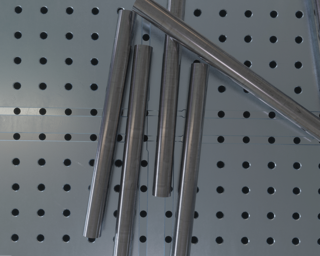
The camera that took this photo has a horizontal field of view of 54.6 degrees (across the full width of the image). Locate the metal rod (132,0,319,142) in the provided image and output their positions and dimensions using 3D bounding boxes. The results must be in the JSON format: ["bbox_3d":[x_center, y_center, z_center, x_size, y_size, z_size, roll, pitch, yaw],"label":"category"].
[{"bbox_3d":[0.097,-0.073,0.397,0.301,0.025,0.025,33,90,-7],"label":"metal rod"}]

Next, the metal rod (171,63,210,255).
[{"bbox_3d":[0.038,0.064,0.413,0.025,0.025,0.298,6,90,0],"label":"metal rod"}]

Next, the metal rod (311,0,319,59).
[{"bbox_3d":[0.231,-0.072,0.414,0.025,0.025,0.298,-9,90,0],"label":"metal rod"}]

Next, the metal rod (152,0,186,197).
[{"bbox_3d":[0.013,-0.059,0.413,0.025,0.025,0.298,4,90,0],"label":"metal rod"}]

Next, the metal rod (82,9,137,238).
[{"bbox_3d":[-0.066,-0.005,0.412,0.025,0.025,0.298,9,90,0],"label":"metal rod"}]

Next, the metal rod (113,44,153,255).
[{"bbox_3d":[-0.037,0.041,0.413,0.025,0.025,0.298,6,90,0],"label":"metal rod"}]
